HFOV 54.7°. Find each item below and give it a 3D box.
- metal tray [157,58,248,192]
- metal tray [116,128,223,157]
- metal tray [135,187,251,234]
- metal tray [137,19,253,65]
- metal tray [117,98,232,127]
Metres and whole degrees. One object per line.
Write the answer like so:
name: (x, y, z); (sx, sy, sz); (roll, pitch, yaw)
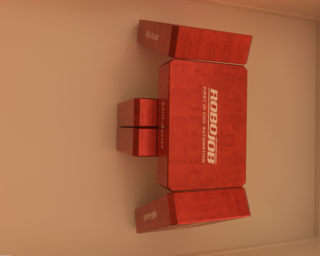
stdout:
metal tray: (0.045, -0.002, 0.327); (0.091, 0.030, 0.129); (1, 90, -21)
metal tray: (0.020, 0.015, 0.382); (0.131, 0.090, 0.030); (1, 90, -20)
metal tray: (0.031, 0.099, 0.363); (0.091, 0.129, 0.030); (1, 68, -21)
metal tray: (0.033, -0.104, 0.364); (0.091, 0.130, 0.030); (1, 110, -20)
metal tray: (0.021, -0.016, 0.382); (0.131, 0.090, 0.030); (1, 90, -20)
